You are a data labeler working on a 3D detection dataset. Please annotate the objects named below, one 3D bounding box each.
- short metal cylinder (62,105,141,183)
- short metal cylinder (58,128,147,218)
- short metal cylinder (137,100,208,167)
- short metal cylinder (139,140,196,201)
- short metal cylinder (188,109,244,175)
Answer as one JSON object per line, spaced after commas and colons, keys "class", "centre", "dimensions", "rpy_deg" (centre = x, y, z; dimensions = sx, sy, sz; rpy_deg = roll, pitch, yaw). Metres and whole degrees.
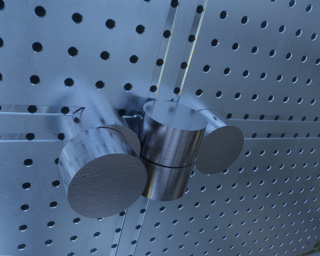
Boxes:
{"class": "short metal cylinder", "centre": [-0.070, 0.019, 0.368], "dimensions": [0.081, 0.050, 0.079], "rpy_deg": [-14, 124, -21]}
{"class": "short metal cylinder", "centre": [-0.060, 0.047, 0.324], "dimensions": [0.081, 0.050, 0.079], "rpy_deg": [-14, 124, -21]}
{"class": "short metal cylinder", "centre": [0.013, 0.005, 0.386], "dimensions": [0.081, 0.080, 0.050], "rpy_deg": [1, 119, -29]}
{"class": "short metal cylinder", "centre": [0.002, 0.050, 0.407], "dimensions": [0.081, 0.080, 0.050], "rpy_deg": [-1, 119, -28]}
{"class": "short metal cylinder", "centre": [0.072, 0.020, 0.445], "dimensions": [0.081, 0.050, 0.079], "rpy_deg": [-14, 124, -21]}
